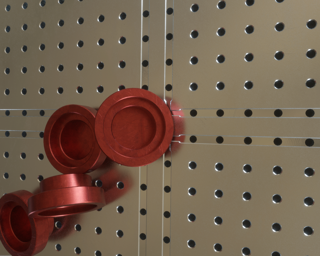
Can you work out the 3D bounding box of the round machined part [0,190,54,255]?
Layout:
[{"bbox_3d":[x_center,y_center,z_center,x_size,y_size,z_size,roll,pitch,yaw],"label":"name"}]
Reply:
[{"bbox_3d":[-0.198,0.140,0.464,0.098,0.042,0.097,4,97,31],"label":"round machined part"}]

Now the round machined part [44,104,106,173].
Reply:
[{"bbox_3d":[-0.112,0.016,0.440,0.098,0.042,0.097,0,89,22],"label":"round machined part"}]

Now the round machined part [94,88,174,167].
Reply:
[{"bbox_3d":[-0.035,0.000,0.400,0.099,0.042,0.097,1,86,-11],"label":"round machined part"}]

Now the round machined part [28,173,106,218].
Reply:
[{"bbox_3d":[-0.126,0.091,0.419,0.098,0.098,0.042,-19,68,19],"label":"round machined part"}]
